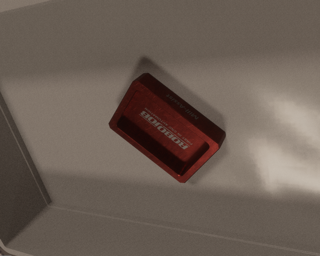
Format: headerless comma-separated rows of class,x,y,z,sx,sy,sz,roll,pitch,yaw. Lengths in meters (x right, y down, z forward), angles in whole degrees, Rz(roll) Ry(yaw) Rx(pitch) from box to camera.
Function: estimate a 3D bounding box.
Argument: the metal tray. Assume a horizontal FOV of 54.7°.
metal tray,0.006,0.002,0.402,0.130,0.030,0.089,38,129,2
